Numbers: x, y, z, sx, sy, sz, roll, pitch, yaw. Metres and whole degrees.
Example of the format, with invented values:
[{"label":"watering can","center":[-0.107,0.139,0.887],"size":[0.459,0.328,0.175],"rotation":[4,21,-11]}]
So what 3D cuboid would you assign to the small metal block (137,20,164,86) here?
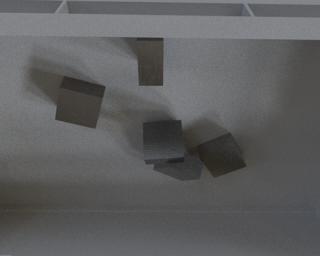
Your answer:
[{"label":"small metal block","center":[-0.009,-0.079,0.325],"size":[0.025,0.050,0.050],"rotation":[0,130,0]}]

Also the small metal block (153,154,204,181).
[{"label":"small metal block","center":[0.026,0.054,0.440],"size":[0.050,0.025,0.050],"rotation":[24,159,-20]}]

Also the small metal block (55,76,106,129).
[{"label":"small metal block","center":[-0.098,-0.031,0.382],"size":[0.050,0.025,0.050],"rotation":[13,129,-12]}]

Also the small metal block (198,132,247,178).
[{"label":"small metal block","center":[0.089,0.040,0.444],"size":[0.050,0.025,0.050],"rotation":[-24,126,19]}]

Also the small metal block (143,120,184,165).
[{"label":"small metal block","center":[0.005,0.019,0.405],"size":[0.050,0.050,0.025],"rotation":[-4,158,3]}]
